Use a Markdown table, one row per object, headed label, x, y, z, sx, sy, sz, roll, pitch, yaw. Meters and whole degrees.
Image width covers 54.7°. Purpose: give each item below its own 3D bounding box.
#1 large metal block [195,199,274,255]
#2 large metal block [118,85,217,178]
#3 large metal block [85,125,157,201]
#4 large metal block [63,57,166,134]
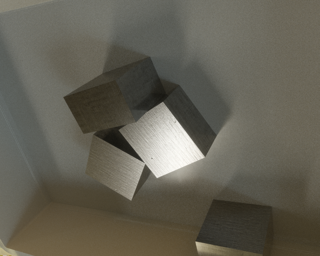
| label | x | y | z | sx | sy | sz | roll | pitch | yaw |
| --- | --- | --- | --- | --- | --- | --- | --- | --- | --- |
| large metal block | 0.102 | 0.144 | 0.408 | 0.080 | 0.080 | 0.050 | 1 | 119 | 27 |
| large metal block | 0.010 | 0.006 | 0.390 | 0.080 | 0.050 | 0.080 | -30 | 102 | 37 |
| large metal block | -0.055 | 0.045 | 0.447 | 0.080 | 0.050 | 0.079 | 28 | 128 | 10 |
| large metal block | -0.052 | -0.040 | 0.374 | 0.080 | 0.080 | 0.050 | -11 | 113 | 32 |
